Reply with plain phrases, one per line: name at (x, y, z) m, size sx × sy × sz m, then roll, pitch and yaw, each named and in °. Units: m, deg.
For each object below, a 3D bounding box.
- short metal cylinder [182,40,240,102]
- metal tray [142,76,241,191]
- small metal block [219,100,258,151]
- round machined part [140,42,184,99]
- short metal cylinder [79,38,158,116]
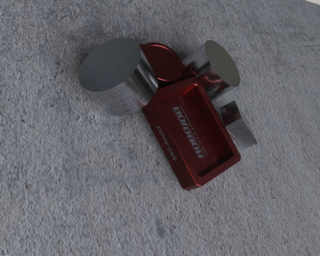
short metal cylinder at (0.076, -0.084, 0.468) m, size 0.080 × 0.050 × 0.080 m, roll 27°, pitch 47°, yaw -33°
metal tray at (0.041, 0.004, 0.407) m, size 0.091 × 0.030 × 0.130 m, roll -24°, pitch 84°, yaw -37°
small metal block at (0.112, -0.004, 0.445) m, size 0.050 × 0.025 × 0.050 m, roll 51°, pitch 21°, yaw -27°
round machined part at (-0.006, -0.083, 0.443) m, size 0.099 × 0.042 × 0.098 m, roll 14°, pitch 56°, yaw -21°
short metal cylinder at (-0.049, -0.061, 0.373) m, size 0.050 × 0.080 × 0.080 m, roll 54°, pitch 32°, yaw -51°
